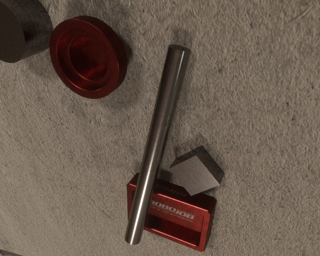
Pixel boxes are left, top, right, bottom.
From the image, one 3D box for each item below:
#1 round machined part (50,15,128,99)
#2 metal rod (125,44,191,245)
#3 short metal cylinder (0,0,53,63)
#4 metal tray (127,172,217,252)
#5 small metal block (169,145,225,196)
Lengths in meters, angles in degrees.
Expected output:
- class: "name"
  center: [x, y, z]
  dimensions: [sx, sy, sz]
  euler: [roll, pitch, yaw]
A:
- class: "round machined part"
  center: [-0.083, -0.089, 0.383]
  dimensions: [0.098, 0.042, 0.097]
  euler: [13, 124, 20]
- class: "metal rod"
  center: [-0.010, 0.041, 0.408]
  dimensions: [0.025, 0.025, 0.298]
  euler: [22, 118, 15]
- class: "short metal cylinder"
  center: [-0.190, -0.132, 0.407]
  dimensions: [0.080, 0.050, 0.079]
  euler: [13, 124, 20]
- class: "metal tray"
  center: [0.014, 0.128, 0.473]
  dimensions: [0.130, 0.030, 0.089]
  euler: [15, 125, 19]
- class: "small metal block"
  center: [0.049, 0.058, 0.416]
  dimensions: [0.050, 0.025, 0.050]
  euler: [-32, 101, 38]
